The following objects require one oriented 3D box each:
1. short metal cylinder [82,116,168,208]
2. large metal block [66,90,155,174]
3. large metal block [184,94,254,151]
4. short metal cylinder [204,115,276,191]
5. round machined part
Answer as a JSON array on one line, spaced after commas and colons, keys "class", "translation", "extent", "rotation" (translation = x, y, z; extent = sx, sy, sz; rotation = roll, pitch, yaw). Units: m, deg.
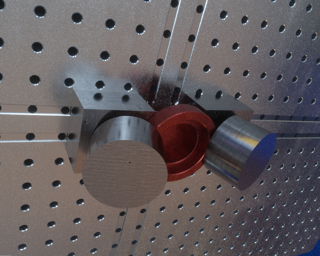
[{"class": "short metal cylinder", "translation": [-0.034, 0.034, 0.316], "extent": [0.081, 0.050, 0.079], "rotation": [-2, 118, -4]}, {"class": "large metal block", "translation": [-0.060, 0.004, 0.364], "extent": [0.081, 0.050, 0.079], "rotation": [1, 118, -29]}, {"class": "large metal block", "translation": [0.073, 0.000, 0.434], "extent": [0.081, 0.050, 0.079], "rotation": [-1, 119, -28]}, {"class": "short metal cylinder", "translation": [0.100, 0.031, 0.387], "extent": [0.081, 0.050, 0.079], "rotation": [-31, 137, -33]}, {"class": "round machined part", "translation": [0.017, 0.014, 0.380], "extent": [0.099, 0.042, 0.097], "rotation": [-14, 124, -21]}]
